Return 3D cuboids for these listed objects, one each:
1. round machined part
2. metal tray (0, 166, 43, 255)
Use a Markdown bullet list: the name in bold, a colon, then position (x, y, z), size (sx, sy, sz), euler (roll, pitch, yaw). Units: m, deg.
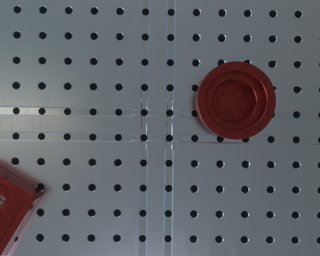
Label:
- **round machined part**: position (0.095, -0.034, 0.406), size (0.099, 0.042, 0.097), euler (0, 90, 0)
- **metal tray**: position (-0.230, 0.120, 0.408), size (0.090, 0.030, 0.130), euler (31, 90, 0)
